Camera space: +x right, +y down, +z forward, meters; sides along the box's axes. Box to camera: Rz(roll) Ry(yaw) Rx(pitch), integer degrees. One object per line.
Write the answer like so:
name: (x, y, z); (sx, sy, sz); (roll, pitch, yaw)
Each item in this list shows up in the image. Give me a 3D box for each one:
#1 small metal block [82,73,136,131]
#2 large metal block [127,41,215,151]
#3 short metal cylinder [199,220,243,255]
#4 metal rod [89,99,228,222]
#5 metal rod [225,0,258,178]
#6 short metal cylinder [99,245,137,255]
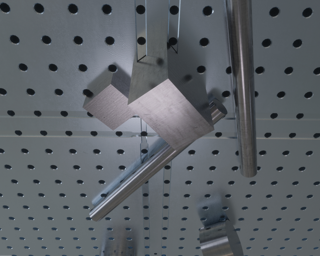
small metal block: (-0.058, -0.031, 0.384); (0.050, 0.025, 0.050); (-34, 123, 25)
large metal block: (0.013, -0.036, 0.345); (0.050, 0.080, 0.080); (-31, 124, 23)
short metal cylinder: (0.111, 0.212, 0.557); (0.050, 0.080, 0.080); (-24, 126, 19)
metal rod: (-0.018, 0.062, 0.464); (0.025, 0.025, 0.299); (31, 123, -24)
metal rod: (0.101, -0.045, 0.373); (0.025, 0.025, 0.299); (-10, 130, 8)
short metal cylinder: (-0.088, 0.286, 0.638); (0.081, 0.050, 0.079); (0, 130, 0)
